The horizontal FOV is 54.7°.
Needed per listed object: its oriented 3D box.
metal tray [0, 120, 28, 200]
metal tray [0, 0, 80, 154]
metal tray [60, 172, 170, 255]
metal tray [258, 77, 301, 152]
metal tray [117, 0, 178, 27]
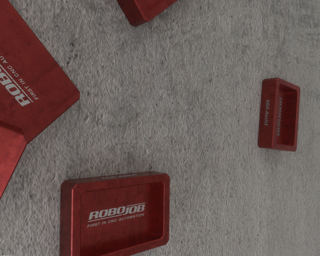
[{"bbox_3d":[-0.180,0.021,0.226,0.131,0.030,0.090,26,88,-30],"label":"metal tray"},{"bbox_3d":[-0.147,-0.052,0.278,0.090,0.030,0.130,-49,119,-29],"label":"metal tray"},{"bbox_3d":[-0.047,0.101,0.361,0.131,0.030,0.089,1,90,-40],"label":"metal tray"},{"bbox_3d":[0.230,-0.023,0.593,0.091,0.030,0.129,9,84,-40],"label":"metal tray"},{"bbox_3d":[-0.008,-0.200,0.393,0.131,0.030,0.090,-46,118,-30],"label":"metal tray"}]
